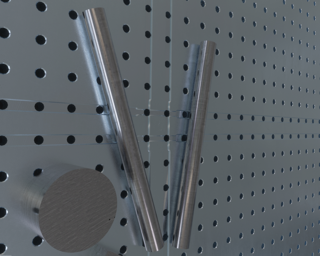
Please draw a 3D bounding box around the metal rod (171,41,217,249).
[{"bbox_3d":[0.051,0.019,0.451,0.025,0.025,0.299,15,81,-39],"label":"metal rod"}]

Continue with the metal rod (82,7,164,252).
[{"bbox_3d":[-0.041,0.011,0.374,0.025,0.025,0.298,-22,104,-38],"label":"metal rod"}]

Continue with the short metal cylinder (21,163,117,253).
[{"bbox_3d":[-0.092,0.078,0.316,0.081,0.050,0.080,0,90,-40],"label":"short metal cylinder"}]

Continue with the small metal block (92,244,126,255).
[{"bbox_3d":[-0.060,0.171,0.359,0.050,0.025,0.050,39,66,-33],"label":"small metal block"}]
